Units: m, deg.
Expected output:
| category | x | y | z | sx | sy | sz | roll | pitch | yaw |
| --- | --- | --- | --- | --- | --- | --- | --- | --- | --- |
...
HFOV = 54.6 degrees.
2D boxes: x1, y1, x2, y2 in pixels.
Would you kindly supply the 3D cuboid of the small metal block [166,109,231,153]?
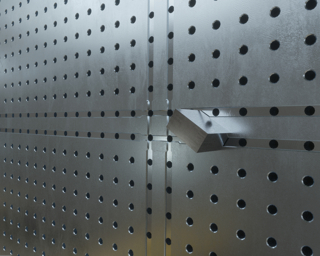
| category | x | y | z | sx | sy | sz | roll | pitch | yaw |
| --- | --- | --- | --- | --- | --- | --- | --- | --- | --- |
| small metal block | 0.044 | 0.002 | 0.357 | 0.050 | 0.050 | 0.025 | 41 | 115 | 32 |
